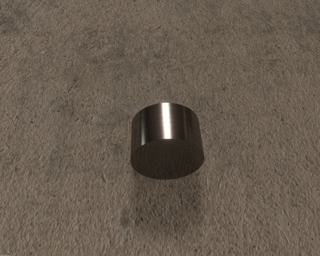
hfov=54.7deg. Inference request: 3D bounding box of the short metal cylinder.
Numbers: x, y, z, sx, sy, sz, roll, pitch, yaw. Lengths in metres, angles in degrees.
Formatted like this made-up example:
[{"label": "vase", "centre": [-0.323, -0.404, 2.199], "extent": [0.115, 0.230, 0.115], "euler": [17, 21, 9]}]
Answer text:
[{"label": "short metal cylinder", "centre": [0.007, 0.017, 0.353], "extent": [0.081, 0.080, 0.050], "euler": [-2, 50, -2]}]
